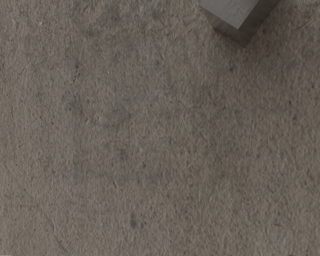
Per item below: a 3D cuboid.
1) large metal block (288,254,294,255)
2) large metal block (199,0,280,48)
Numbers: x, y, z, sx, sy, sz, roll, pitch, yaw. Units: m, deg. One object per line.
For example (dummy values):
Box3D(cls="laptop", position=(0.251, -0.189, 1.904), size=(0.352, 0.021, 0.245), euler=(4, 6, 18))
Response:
Box3D(cls="large metal block", position=(0.137, 0.204, 0.347), size=(0.080, 0.050, 0.080), euler=(-33, 80, 16))
Box3D(cls="large metal block", position=(0.095, -0.146, 0.346), size=(0.050, 0.080, 0.080), euler=(39, 102, 15))
